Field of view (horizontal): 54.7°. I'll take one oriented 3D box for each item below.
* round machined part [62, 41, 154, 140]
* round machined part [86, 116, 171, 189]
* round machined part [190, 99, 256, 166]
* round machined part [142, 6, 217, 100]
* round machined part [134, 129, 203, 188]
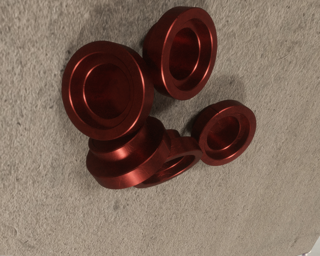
[{"bbox_3d":[-0.050,-0.038,0.322,0.097,0.098,0.042,-64,161,17],"label":"round machined part"},{"bbox_3d":[-0.040,0.017,0.350,0.098,0.098,0.042,-33,125,-8],"label":"round machined part"},{"bbox_3d":[0.086,0.003,0.447,0.099,0.042,0.097,-14,124,-21],"label":"round machined part"},{"bbox_3d":[0.019,-0.083,0.341,0.099,0.042,0.097,-26,126,-42],"label":"round machined part"},{"bbox_3d":[0.003,0.037,0.404,0.099,0.042,0.098,-23,157,-10],"label":"round machined part"}]
